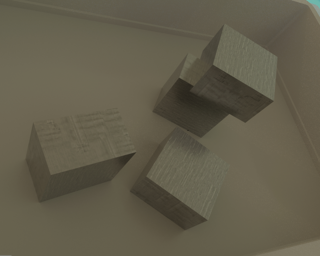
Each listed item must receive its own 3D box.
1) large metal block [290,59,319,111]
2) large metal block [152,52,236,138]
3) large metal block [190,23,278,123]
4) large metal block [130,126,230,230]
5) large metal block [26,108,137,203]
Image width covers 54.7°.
[{"bbox_3d":[0.324,-0.091,0.621,0.081,0.050,0.080,-25,76,-37],"label":"large metal block"},{"bbox_3d":[0.048,-0.041,0.421,0.080,0.080,0.050,28,52,-11],"label":"large metal block"},{"bbox_3d":[0.091,-0.066,0.376,0.080,0.050,0.080,28,52,-11],"label":"large metal block"},{"bbox_3d":[0.025,0.059,0.367,0.080,0.050,0.080,36,51,-4],"label":"large metal block"},{"bbox_3d":[-0.082,0.027,0.309,0.081,0.080,0.050,-13,69,-33],"label":"large metal block"}]
